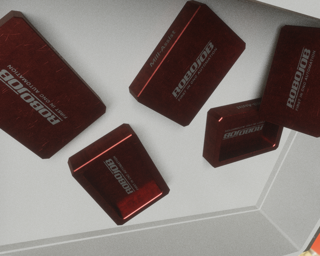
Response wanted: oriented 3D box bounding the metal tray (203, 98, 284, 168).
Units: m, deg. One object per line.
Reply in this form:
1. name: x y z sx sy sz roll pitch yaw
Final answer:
1. metal tray: 0.133 0.004 0.483 0.131 0.030 0.089 -13 124 -22

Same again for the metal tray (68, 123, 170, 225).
1. metal tray: -0.050 0.067 0.420 0.090 0.030 0.130 -33 129 -7

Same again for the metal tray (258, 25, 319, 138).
1. metal tray: 0.190 -0.062 0.404 0.030 0.090 0.129 -3 110 -43

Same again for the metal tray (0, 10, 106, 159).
1. metal tray: -0.129 -0.037 0.313 0.090 0.030 0.130 -40 130 -1

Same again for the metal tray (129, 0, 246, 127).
1. metal tray: 0.034 -0.074 0.380 0.090 0.030 0.130 27 103 -38
